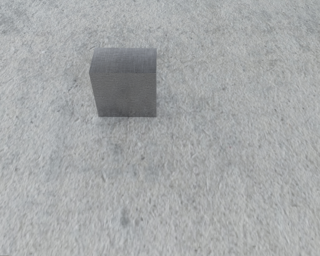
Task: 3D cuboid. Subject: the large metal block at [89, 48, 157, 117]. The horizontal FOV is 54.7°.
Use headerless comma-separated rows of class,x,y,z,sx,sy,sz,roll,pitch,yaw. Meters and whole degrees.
large metal block,-0.045,-0.060,0.417,0.081,0.080,0.050,0,50,0
